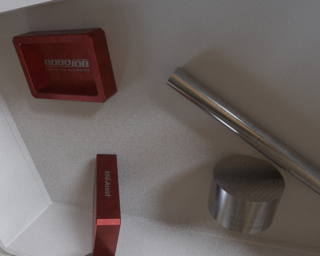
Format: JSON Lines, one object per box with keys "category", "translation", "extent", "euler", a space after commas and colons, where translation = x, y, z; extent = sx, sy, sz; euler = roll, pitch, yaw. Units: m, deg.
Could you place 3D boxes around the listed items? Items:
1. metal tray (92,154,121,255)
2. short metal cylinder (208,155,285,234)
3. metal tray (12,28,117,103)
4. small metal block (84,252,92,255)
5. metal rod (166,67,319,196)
{"category": "metal tray", "translation": [-0.081, 0.112, 0.453], "extent": [0.030, 0.130, 0.089], "euler": [3, 126, -14]}
{"category": "short metal cylinder", "translation": [0.100, 0.076, 0.367], "extent": [0.080, 0.080, 0.050], "euler": [16, 125, 19]}
{"category": "metal tray", "translation": [-0.128, -0.084, 0.418], "extent": [0.130, 0.030, 0.089], "euler": [6, 121, 25]}
{"category": "small metal block", "translation": [-0.094, 0.198, 0.423], "extent": [0.050, 0.050, 0.025], "euler": [5, 92, 32]}
{"category": "metal rod", "translation": [0.136, 0.028, 0.353], "extent": [0.301, 0.025, 0.025], "euler": [36, 129, 3]}
